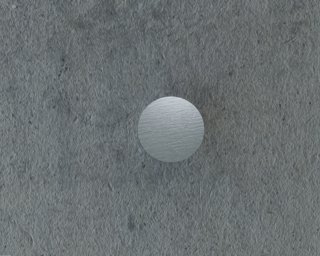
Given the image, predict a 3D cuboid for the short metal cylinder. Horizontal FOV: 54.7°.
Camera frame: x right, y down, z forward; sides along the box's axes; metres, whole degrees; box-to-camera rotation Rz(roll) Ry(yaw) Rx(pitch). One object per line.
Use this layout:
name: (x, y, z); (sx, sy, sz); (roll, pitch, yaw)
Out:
short metal cylinder: (0.013, 0.002, 0.399); (0.081, 0.050, 0.079); (0, 90, -1)
